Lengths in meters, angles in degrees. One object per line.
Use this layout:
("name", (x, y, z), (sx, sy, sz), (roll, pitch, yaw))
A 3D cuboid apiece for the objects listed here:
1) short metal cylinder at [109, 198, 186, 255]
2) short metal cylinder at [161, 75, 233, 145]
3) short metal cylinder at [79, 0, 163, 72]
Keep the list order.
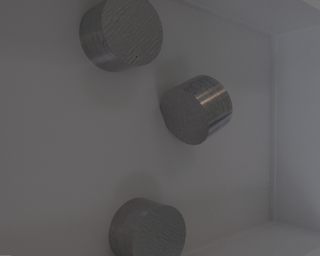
("short metal cylinder", (-0.015, 0.130, 0.378), (0.081, 0.050, 0.080), (0, 90, -40))
("short metal cylinder", (0.048, -0.024, 0.410), (0.050, 0.080, 0.080), (-32, 110, -36))
("short metal cylinder", (-0.043, -0.107, 0.353), (0.081, 0.050, 0.080), (0, 90, -40))
